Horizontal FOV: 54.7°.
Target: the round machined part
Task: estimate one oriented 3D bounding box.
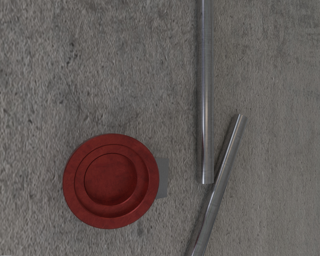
[{"bbox_3d":[-0.054,0.054,0.335,0.099,0.042,0.097,0,90,-18],"label":"round machined part"}]

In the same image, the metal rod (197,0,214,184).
[{"bbox_3d":[0.067,-0.068,0.460,0.025,0.025,0.298,0,90,-40],"label":"metal rod"}]

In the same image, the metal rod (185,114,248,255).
[{"bbox_3d":[0.079,0.114,0.471,0.025,0.025,0.300,36,68,-34],"label":"metal rod"}]

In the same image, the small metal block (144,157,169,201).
[{"bbox_3d":[-0.015,0.062,0.385,0.050,0.025,0.050,7,86,-54],"label":"small metal block"}]
